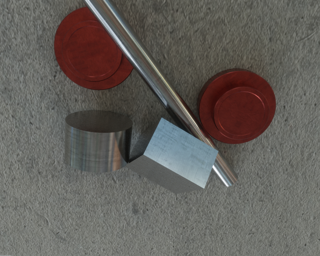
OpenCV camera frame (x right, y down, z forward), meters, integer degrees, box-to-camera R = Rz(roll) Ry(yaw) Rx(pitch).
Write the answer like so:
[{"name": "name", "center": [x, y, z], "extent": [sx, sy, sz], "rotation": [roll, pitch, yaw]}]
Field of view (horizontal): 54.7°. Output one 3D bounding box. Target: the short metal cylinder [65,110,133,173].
[{"name": "short metal cylinder", "center": [-0.076, 0.014, 0.385], "extent": [0.081, 0.080, 0.050], "rotation": [7, 110, -3]}]

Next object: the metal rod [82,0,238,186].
[{"name": "metal rod", "center": [0.014, -0.032, 0.372], "extent": [0.025, 0.025, 0.300], "rotation": [-33, 117, 11]}]

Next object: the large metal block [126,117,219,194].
[{"name": "large metal block", "center": [0.012, 0.039, 0.388], "extent": [0.080, 0.080, 0.050], "rotation": [31, 65, -11]}]

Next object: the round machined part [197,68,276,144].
[{"name": "round machined part", "center": [0.099, -0.024, 0.393], "extent": [0.099, 0.042, 0.097], "rotation": [0, 110, 0]}]

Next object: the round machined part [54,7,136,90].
[{"name": "round machined part", "center": [-0.076, -0.092, 0.366], "extent": [0.099, 0.042, 0.097], "rotation": [0, 110, 0]}]
